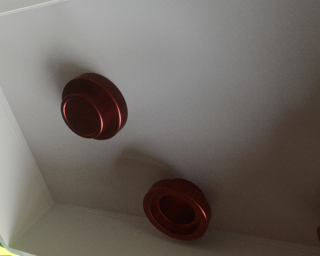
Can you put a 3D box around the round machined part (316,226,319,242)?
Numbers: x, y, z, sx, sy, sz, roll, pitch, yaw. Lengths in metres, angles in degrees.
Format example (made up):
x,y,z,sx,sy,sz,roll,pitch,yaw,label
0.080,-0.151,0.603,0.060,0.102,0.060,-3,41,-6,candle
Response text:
x,y,z,sx,sy,sz,roll,pitch,yaw,label
0.207,0.127,0.328,0.042,0.098,0.098,-27,107,-1,round machined part

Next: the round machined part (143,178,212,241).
x,y,z,sx,sy,sz,roll,pitch,yaw,label
0.028,0.113,0.453,0.098,0.042,0.097,13,124,21,round machined part

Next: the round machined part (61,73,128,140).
x,y,z,sx,sy,sz,roll,pitch,yaw,label
-0.098,-0.024,0.435,0.098,0.042,0.097,13,124,21,round machined part
